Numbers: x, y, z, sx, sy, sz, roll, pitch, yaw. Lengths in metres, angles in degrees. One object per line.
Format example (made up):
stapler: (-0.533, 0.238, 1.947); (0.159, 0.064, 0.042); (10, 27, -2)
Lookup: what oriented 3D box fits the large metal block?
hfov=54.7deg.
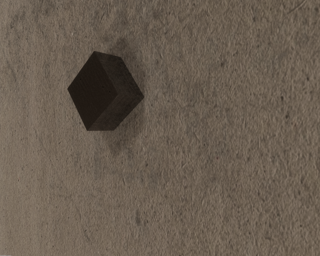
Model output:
large metal block: (-0.081, -0.051, 0.453); (0.080, 0.050, 0.080); (-44, 64, 31)
